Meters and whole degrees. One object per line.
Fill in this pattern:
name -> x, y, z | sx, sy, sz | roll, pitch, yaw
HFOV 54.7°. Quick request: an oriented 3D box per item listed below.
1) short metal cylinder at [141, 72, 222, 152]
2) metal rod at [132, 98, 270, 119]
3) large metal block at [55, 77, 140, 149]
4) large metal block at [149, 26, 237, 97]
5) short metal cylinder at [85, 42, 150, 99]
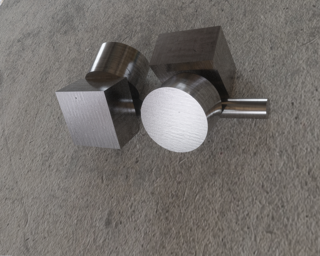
short metal cylinder -> 0.025, -0.019, 0.360 | 0.080, 0.080, 0.050 | 2, 28, 29
metal rod -> -0.007, -0.028, 0.428 | 0.300, 0.025, 0.025 | 3, 63, 29
large metal block -> -0.082, -0.021, 0.418 | 0.080, 0.080, 0.050 | 3, 29, 29
large metal block -> 0.045, -0.077, 0.393 | 0.080, 0.080, 0.050 | 2, 63, 29
short metal cylinder -> -0.061, -0.078, 0.449 | 0.080, 0.080, 0.050 | 4, 64, 30
